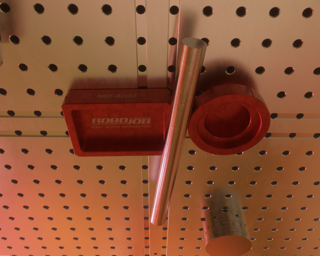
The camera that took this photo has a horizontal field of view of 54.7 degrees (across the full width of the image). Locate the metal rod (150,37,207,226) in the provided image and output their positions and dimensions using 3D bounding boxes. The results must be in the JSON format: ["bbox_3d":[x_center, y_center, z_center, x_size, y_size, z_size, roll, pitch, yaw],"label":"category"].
[{"bbox_3d":[0.015,0.031,0.397,0.025,0.025,0.298,5,129,-5],"label":"metal rod"}]

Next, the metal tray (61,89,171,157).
[{"bbox_3d":[-0.051,-0.005,0.403,0.131,0.030,0.089,-1,130,0],"label":"metal tray"}]

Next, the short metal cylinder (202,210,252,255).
[{"bbox_3d":[0.120,0.193,0.560,0.081,0.050,0.079,0,130,0],"label":"short metal cylinder"}]

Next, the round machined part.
[{"bbox_3d":[0.083,-0.015,0.389,0.099,0.042,0.097,0,130,0],"label":"round machined part"}]

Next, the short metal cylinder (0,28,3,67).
[{"bbox_3d":[-0.198,-0.089,0.298,0.081,0.080,0.050,10,130,-8],"label":"short metal cylinder"}]
